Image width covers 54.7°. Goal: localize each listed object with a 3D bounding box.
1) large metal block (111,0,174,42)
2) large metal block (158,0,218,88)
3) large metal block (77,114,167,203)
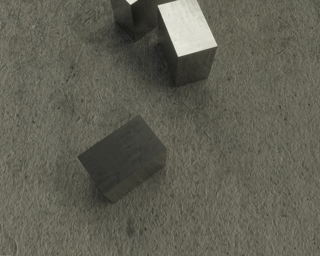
[{"bbox_3d":[-0.023,-0.185,0.446,0.080,0.080,0.050,-39,75,-13],"label":"large metal block"},{"bbox_3d":[0.033,-0.114,0.421,0.050,0.080,0.080,-17,71,-6],"label":"large metal block"},{"bbox_3d":[-0.040,0.039,0.364,0.080,0.080,0.050,-35,74,-12],"label":"large metal block"}]
